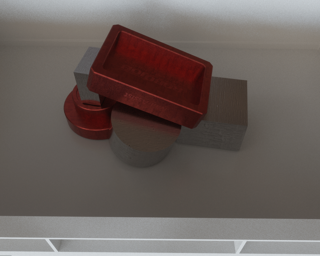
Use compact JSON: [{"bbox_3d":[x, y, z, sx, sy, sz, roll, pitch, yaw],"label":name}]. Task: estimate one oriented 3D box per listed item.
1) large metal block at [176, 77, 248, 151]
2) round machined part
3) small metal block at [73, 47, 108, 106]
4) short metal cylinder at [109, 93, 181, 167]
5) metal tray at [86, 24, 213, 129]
[{"bbox_3d":[0.068,-0.022,0.404,0.080,0.050,0.080,8,50,6],"label":"large metal block"},{"bbox_3d":[-0.081,-0.035,0.420,0.099,0.042,0.098,0,50,0],"label":"round machined part"},{"bbox_3d":[-0.081,-0.064,0.385,0.025,0.050,0.050,10,51,8],"label":"small metal block"},{"bbox_3d":[-0.020,0.001,0.371,0.081,0.050,0.080,6,63,-11],"label":"short metal cylinder"},{"bbox_3d":[-0.007,-0.061,0.359,0.131,0.030,0.090,20,50,-8],"label":"metal tray"}]
